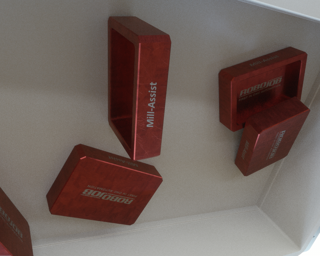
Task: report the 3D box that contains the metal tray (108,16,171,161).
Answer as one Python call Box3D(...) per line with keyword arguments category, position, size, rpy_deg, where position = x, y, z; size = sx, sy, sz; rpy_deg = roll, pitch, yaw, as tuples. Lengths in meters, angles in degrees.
Box3D(category="metal tray", position=(-0.027, -0.042, 0.326), size=(0.030, 0.090, 0.129), rpy_deg=(-9, 123, -24))

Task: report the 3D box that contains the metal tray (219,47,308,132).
Box3D(category="metal tray", position=(0.150, -0.057, 0.454), size=(0.131, 0.030, 0.089), rpy_deg=(-21, 127, -17))

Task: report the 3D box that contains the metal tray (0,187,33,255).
Box3D(category="metal tray", position=(-0.180, 0.104, 0.332), size=(0.030, 0.090, 0.129), rpy_deg=(-25, 128, -13))

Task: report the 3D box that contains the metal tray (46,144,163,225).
Box3D(category="metal tray", position=(-0.071, 0.081, 0.418), size=(0.131, 0.030, 0.090), rpy_deg=(22, 106, -37))

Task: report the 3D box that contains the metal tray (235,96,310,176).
Box3D(category="metal tray", position=(0.172, 0.017, 0.488), size=(0.091, 0.030, 0.129), rpy_deg=(-23, 145, -14))
